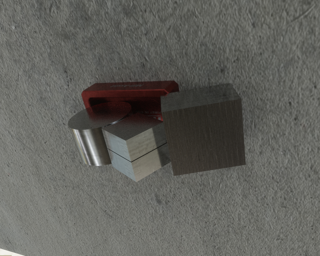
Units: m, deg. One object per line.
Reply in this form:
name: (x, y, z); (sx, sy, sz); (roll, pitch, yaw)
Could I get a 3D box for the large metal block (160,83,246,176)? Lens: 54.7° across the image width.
large metal block: (0.048, 0.001, 0.349); (0.080, 0.050, 0.079); (-10, 117, 3)

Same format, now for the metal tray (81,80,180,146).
metal tray: (-0.034, -0.014, 0.414); (0.130, 0.030, 0.089); (2, 120, 27)

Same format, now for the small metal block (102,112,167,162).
small metal block: (-0.028, 0.008, 0.344); (0.050, 0.050, 0.025); (21, 130, 49)

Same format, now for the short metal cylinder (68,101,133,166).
short metal cylinder: (-0.070, 0.005, 0.396); (0.080, 0.080, 0.050); (1, 119, 27)

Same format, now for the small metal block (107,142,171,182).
small metal block: (-0.023, 0.031, 0.355); (0.050, 0.050, 0.025); (21, 130, 49)
